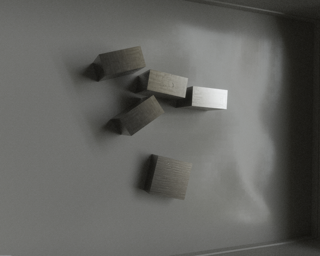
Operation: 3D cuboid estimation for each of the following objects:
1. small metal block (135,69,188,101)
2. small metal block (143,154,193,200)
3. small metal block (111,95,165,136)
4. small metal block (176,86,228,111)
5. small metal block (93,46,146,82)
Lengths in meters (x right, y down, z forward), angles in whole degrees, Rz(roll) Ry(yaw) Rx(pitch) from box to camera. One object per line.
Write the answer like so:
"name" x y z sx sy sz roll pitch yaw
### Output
"small metal block" 0.001 -0.054 0.399 0.050 0.050 0.025 10 87 -20
"small metal block" 0.011 0.066 0.416 0.050 0.025 0.050 15 85 -20
"small metal block" -0.029 -0.015 0.387 0.050 0.050 0.025 -36 102 -17
"small metal block" 0.055 -0.039 0.419 0.050 0.050 0.025 4 89 -20
"small metal block" -0.051 -0.078 0.379 0.050 0.050 0.025 -17 96 -20
